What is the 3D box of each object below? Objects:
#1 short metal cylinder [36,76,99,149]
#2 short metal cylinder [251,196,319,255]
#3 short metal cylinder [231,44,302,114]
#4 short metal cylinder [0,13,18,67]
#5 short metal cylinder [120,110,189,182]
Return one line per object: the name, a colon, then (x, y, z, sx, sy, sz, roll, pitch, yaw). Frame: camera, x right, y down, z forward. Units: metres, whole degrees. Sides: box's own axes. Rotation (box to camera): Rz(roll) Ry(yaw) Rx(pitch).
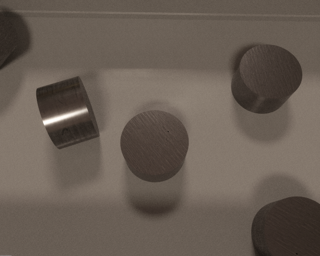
short metal cylinder: (-0.113, -0.019, 0.386, 0.050, 0.080, 0.080, -18, 71, -7)
short metal cylinder: (0.152, 0.122, 0.354, 0.081, 0.050, 0.080, 0, 70, 0)
short metal cylinder: (0.143, -0.066, 0.422, 0.081, 0.050, 0.080, 0, 70, 0)
short metal cylinder: (-0.242, -0.119, 0.415, 0.080, 0.050, 0.080, 26, 50, -37)
short metal cylinder: (-0.006, 0.024, 0.388, 0.081, 0.050, 0.080, 0, 70, 0)
